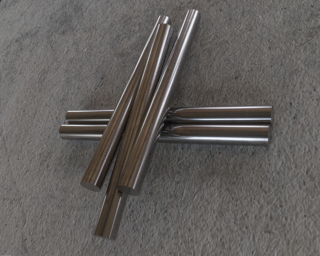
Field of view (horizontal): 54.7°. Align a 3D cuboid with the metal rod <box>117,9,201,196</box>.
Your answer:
[{"bbox_3d":[0.009,-0.054,0.405,0.025,0.025,0.300,1,54,28],"label":"metal rod"}]

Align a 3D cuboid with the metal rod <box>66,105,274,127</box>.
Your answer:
[{"bbox_3d":[-0.006,-0.015,0.418,0.300,0.025,0.025,0,62,28],"label":"metal rod"}]

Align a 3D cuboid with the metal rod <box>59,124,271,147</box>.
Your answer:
[{"bbox_3d":[-0.013,0.007,0.408,0.300,0.025,0.025,0,62,28],"label":"metal rod"}]

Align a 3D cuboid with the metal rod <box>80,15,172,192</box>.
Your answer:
[{"bbox_3d":[-0.036,-0.054,0.429,0.025,0.025,0.300,1,54,28],"label":"metal rod"}]

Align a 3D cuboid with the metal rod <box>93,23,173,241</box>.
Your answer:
[{"bbox_3d":[-0.026,-0.014,0.393,0.025,0.025,0.300,0,61,28],"label":"metal rod"}]
